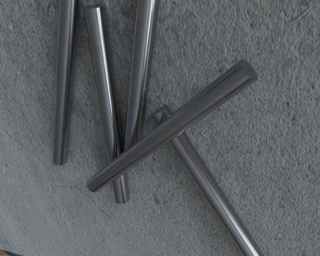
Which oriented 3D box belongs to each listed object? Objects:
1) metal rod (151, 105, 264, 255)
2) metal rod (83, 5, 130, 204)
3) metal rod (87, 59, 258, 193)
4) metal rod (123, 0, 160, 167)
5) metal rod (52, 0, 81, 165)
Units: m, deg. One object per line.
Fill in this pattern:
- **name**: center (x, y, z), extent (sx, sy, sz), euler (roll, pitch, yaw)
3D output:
- **metal rod**: center (0.079, 0.099, 0.425), extent (0.025, 0.025, 0.299), euler (-24, 106, 36)
- **metal rod**: center (-0.069, -0.012, 0.433), extent (0.025, 0.025, 0.298), euler (11, 123, 22)
- **metal rod**: center (-0.009, 0.016, 0.386), extent (0.025, 0.025, 0.299), euler (48, 128, -6)
- **metal rod**: center (-0.023, -0.071, 0.373), extent (0.025, 0.025, 0.298), euler (20, 126, 16)
- **metal rod**: center (-0.135, -0.059, 0.439), extent (0.025, 0.025, 0.298), euler (26, 128, 12)
